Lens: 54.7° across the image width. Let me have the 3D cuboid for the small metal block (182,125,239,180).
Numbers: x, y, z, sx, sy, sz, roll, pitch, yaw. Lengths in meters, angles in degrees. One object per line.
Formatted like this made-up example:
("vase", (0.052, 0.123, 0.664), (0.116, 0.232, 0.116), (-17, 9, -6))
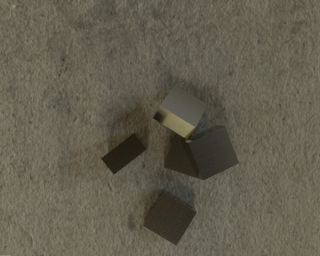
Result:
("small metal block", (0.063, 0.030, 0.385), (0.050, 0.025, 0.050), (-24, 99, -10))

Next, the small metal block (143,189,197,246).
("small metal block", (0.013, 0.117, 0.410), (0.050, 0.025, 0.050), (31, 90, -1))

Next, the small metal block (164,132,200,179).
("small metal block", (0.037, 0.035, 0.411), (0.050, 0.025, 0.050), (18, 90, -1))

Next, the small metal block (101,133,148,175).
("small metal block", (-0.043, 0.031, 0.397), (0.050, 0.050, 0.025), (-38, 90, 0))

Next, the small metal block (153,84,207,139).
("small metal block", (0.027, -0.022, 0.397), (0.050, 0.025, 0.050), (32, 46, 0))
